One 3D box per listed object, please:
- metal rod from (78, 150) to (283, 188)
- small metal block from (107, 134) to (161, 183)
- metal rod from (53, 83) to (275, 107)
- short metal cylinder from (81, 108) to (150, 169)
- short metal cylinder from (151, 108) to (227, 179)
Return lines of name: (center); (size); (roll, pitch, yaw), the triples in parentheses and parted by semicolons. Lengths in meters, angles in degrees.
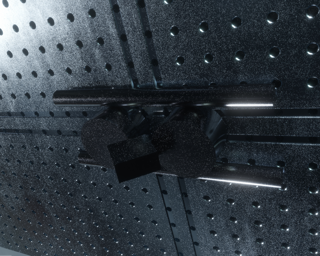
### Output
metal rod: (0.010, 0.053, 0.434); (0.301, 0.025, 0.025); (2, 120, 27)
small metal block: (-0.032, 0.035, 0.369); (0.050, 0.050, 0.025); (-16, 116, -12)
metal rod: (-0.015, -0.039, 0.390); (0.301, 0.025, 0.025); (2, 119, 27)
short metal cylinder: (-0.061, 0.011, 0.429); (0.080, 0.050, 0.079); (13, 124, 21)
short metal cylinder: (0.036, 0.015, 0.381); (0.080, 0.050, 0.079); (13, 124, 21)
